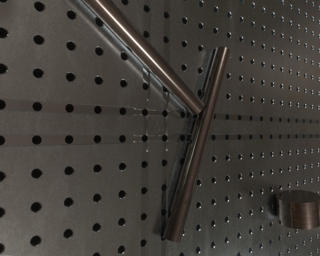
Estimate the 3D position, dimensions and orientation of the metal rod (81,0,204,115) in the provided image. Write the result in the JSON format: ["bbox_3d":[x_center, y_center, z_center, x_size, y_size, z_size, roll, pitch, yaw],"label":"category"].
[{"bbox_3d":[-0.039,-0.115,0.377,0.300,0.025,0.025,42,64,-32],"label":"metal rod"}]

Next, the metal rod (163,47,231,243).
[{"bbox_3d":[0.058,0.015,0.460,0.025,0.025,0.299,28,72,-37],"label":"metal rod"}]

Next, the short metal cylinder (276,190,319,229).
[{"bbox_3d":[0.270,0.157,0.604,0.081,0.080,0.050,-10,97,-40],"label":"short metal cylinder"}]
